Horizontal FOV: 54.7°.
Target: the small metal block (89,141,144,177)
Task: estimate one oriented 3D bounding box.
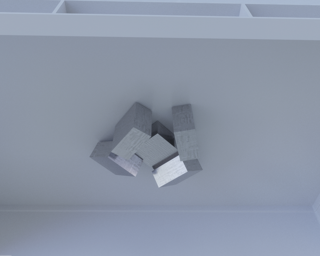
[{"bbox_3d":[-0.060,0.043,0.427,0.050,0.025,0.050,41,152,-30],"label":"small metal block"}]

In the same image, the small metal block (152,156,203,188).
[{"bbox_3d":[0.025,0.061,0.442,0.050,0.025,0.050,-34,160,24],"label":"small metal block"}]

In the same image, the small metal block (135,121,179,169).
[{"bbox_3d":[-0.005,0.026,0.428,0.050,0.025,0.050,-34,123,25],"label":"small metal block"}]

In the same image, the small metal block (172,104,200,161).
[{"bbox_3d":[0.033,0.006,0.395,0.025,0.050,0.050,-9,130,6],"label":"small metal block"}]

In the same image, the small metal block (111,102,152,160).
[{"bbox_3d":[-0.035,0.004,0.392,0.025,0.050,0.050,30,124,-23],"label":"small metal block"}]
